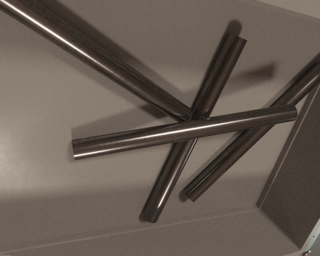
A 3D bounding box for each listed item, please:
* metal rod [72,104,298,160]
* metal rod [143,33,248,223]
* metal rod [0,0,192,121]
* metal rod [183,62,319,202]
[{"bbox_3d":[0.042,0.002,0.405,0.302,0.025,0.025,-10,123,-13],"label":"metal rod"},{"bbox_3d":[0.042,0.013,0.441,0.025,0.025,0.298,11,113,-34],"label":"metal rod"},{"bbox_3d":[-0.070,-0.077,0.323,0.301,0.025,0.025,30,102,-38],"label":"metal rod"},{"bbox_3d":[0.154,0.007,0.500,0.300,0.025,0.025,-44,130,2],"label":"metal rod"}]
